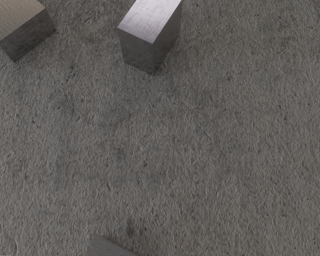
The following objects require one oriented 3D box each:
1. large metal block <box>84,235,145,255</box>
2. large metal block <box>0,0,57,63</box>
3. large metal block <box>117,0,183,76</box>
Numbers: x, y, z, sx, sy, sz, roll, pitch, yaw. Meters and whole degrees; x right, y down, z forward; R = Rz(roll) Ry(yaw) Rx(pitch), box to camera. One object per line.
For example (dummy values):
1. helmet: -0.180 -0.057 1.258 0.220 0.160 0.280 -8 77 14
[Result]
1. large metal block: -0.049 0.171 0.332 0.080 0.050 0.080 24 72 8
2. large metal block: -0.215 -0.157 0.451 0.080 0.050 0.080 42 75 14
3. large metal block: -0.012 -0.132 0.427 0.050 0.080 0.080 27 72 9
